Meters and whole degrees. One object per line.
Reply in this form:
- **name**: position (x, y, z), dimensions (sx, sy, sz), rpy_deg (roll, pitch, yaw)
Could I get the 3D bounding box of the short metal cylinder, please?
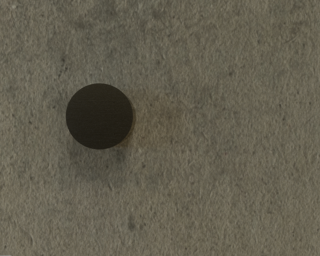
- **short metal cylinder**: position (-0.073, -0.014, 0.397), dimensions (0.081, 0.050, 0.079), rpy_deg (0, 90, -1)
